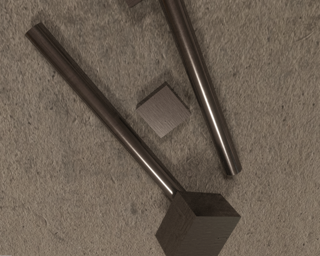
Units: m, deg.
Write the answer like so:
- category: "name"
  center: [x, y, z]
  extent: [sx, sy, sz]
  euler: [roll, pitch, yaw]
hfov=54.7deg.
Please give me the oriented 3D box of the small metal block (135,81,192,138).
- category: "small metal block"
  center: [0.005, -0.024, 0.401]
  extent: [0.050, 0.025, 0.050]
  euler: [-38, 106, 12]

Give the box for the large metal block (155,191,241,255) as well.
- category: "large metal block"
  center: [0.052, 0.137, 0.432]
  extent: [0.081, 0.050, 0.079]
  euler: [12, 112, -33]

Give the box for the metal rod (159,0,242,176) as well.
- category: "metal rod"
  center: [0.046, -0.065, 0.371]
  extent: [0.025, 0.025, 0.299]
  euler: [-21, 115, 7]

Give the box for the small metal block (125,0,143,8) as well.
- category: "small metal block"
  center: [-0.026, -0.171, 0.346]
  extent: [0.050, 0.025, 0.050]
  euler: [-30, 108, 10]

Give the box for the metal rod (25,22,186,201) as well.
- category: "metal rod"
  center: [-0.058, -0.005, 0.406]
  extent: [0.025, 0.025, 0.300]
  euler: [-36, 107, 12]
